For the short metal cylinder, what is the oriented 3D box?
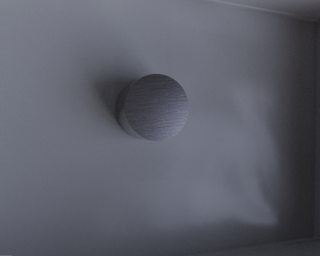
[{"bbox_3d":[-0.011,-0.024,0.391,0.081,0.050,0.080,0,90,-20],"label":"short metal cylinder"}]
